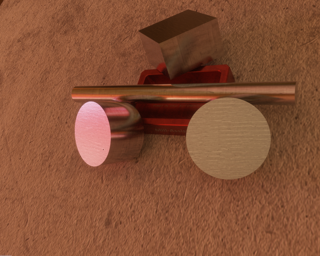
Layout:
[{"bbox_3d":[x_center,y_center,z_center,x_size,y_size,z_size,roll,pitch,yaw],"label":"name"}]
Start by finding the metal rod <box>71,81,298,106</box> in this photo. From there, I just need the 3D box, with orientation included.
[{"bbox_3d":[0.008,-0.043,0.389,0.300,0.025,0.025,3,63,29],"label":"metal rod"}]

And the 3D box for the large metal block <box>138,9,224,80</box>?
[{"bbox_3d":[0.027,-0.116,0.418,0.080,0.050,0.080,-26,34,-9],"label":"large metal block"}]

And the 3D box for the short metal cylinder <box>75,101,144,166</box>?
[{"bbox_3d":[-0.066,0.006,0.396,0.080,0.050,0.079,4,96,45],"label":"short metal cylinder"}]

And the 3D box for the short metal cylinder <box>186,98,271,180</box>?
[{"bbox_3d":[0.069,0.012,0.325,0.080,0.050,0.080,-1,84,9],"label":"short metal cylinder"}]

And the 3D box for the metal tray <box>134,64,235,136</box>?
[{"bbox_3d":[0.026,-0.036,0.411,0.130,0.030,0.090,2,63,29],"label":"metal tray"}]
